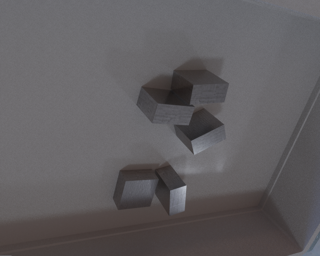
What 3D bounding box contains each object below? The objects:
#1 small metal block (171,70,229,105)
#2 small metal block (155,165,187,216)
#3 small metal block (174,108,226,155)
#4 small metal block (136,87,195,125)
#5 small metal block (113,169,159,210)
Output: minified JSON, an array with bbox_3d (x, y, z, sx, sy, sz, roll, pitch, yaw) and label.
[{"bbox_3d":[0.048,-0.052,0.386,0.050,0.050,0.025,-6,121,-26],"label":"small metal block"},{"bbox_3d":[0.015,0.092,0.457,0.025,0.050,0.050,-13,124,-21],"label":"small metal block"},{"bbox_3d":[0.054,0.004,0.424,0.050,0.050,0.025,-25,128,-13],"label":"small metal block"},{"bbox_3d":[0.006,-0.027,0.379,0.050,0.050,0.025,3,117,-30],"label":"small metal block"},{"bbox_3d":[-0.035,0.087,0.443,0.050,0.025,0.050,2,118,-29],"label":"small metal block"}]
